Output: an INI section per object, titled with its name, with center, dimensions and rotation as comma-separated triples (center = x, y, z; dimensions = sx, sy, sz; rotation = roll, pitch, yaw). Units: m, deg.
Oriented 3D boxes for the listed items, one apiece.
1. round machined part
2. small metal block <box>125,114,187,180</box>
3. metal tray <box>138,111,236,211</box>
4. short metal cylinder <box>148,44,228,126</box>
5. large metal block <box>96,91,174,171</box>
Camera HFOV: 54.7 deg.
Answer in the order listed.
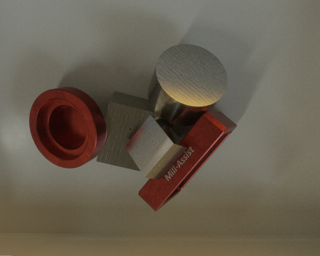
[round machined part]
center = -0.109, -0.003, 0.386
dimensions = 0.098, 0.042, 0.097
rotation = 6, 106, 21
[small metal block]
center = -0.006, 0.022, 0.349
dimensions = 0.025, 0.050, 0.050
rotation = 20, 114, -49
[metal tray]
center = 0.037, 0.038, 0.388
dimensions = 0.030, 0.090, 0.129
rotation = 42, 106, 14
[short metal cylinder]
center = 0.030, -0.048, 0.356
dimensions = 0.080, 0.080, 0.050
rotation = 15, 153, -6
[large metal block]
center = -0.030, 0.006, 0.398
dimensions = 0.081, 0.050, 0.079
rotation = 14, 109, -6
